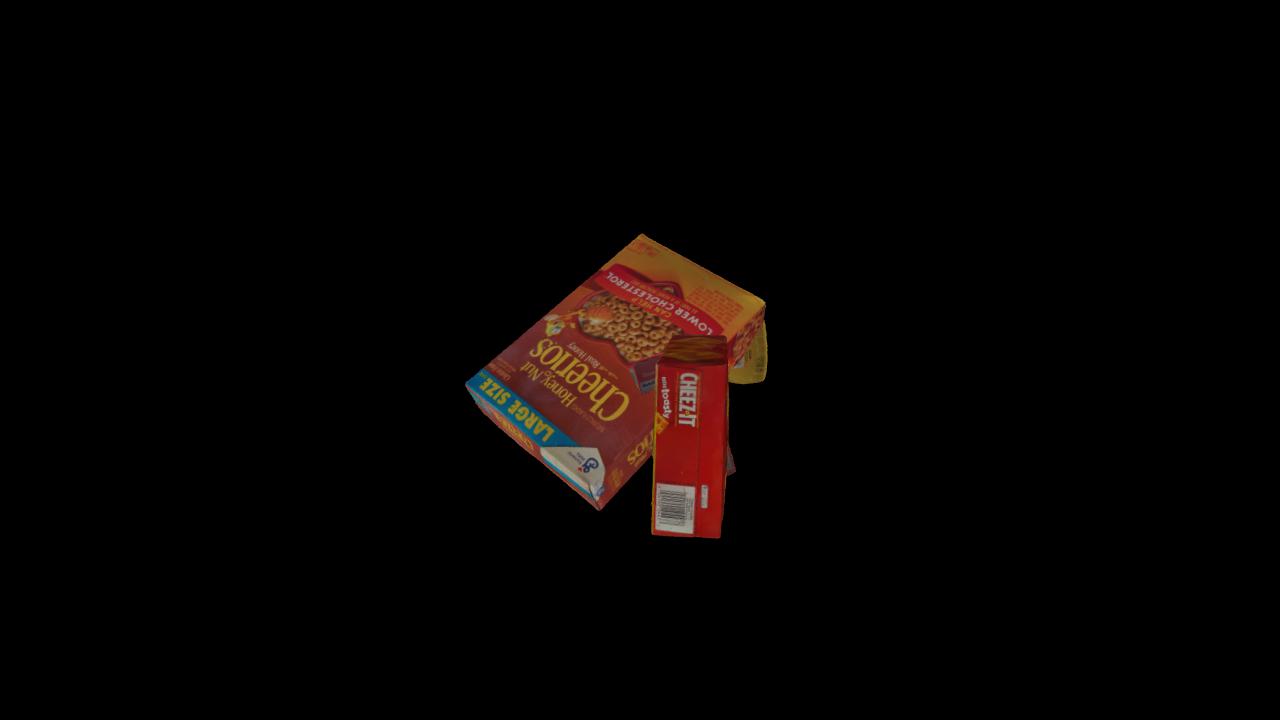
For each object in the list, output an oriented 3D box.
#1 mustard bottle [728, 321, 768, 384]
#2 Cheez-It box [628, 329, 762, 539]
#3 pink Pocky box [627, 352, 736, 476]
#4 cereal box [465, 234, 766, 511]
[{"bbox_3d":[0.064,-0.007,0.768,0.184,0.092,0.054,-6,24,-5],"label":"mustard bottle"},{"bbox_3d":[0.059,0.063,0.648,0.071,0.166,0.223,2,10,8],"label":"Cheez-It box"},{"bbox_3d":[0.046,0.065,0.684,0.084,0.155,0.029,-18,7,-17],"label":"pink Pocky box"},{"bbox_3d":[-0.022,-0.001,0.730,0.203,0.306,0.081,35,-25,27],"label":"cereal box"}]
